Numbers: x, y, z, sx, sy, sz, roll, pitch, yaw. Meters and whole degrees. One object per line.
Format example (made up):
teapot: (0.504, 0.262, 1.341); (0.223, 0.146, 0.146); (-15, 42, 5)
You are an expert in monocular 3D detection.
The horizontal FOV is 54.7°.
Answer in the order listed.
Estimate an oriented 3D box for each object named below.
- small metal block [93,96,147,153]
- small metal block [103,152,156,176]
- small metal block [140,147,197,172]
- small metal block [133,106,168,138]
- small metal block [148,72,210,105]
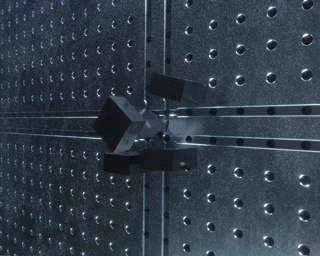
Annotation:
small metal block: (-0.051, -0.005, 0.384); (0.050, 0.025, 0.050); (47, 118, 29)
small metal block: (-0.041, 0.047, 0.425); (0.050, 0.050, 0.025); (1, 91, 39)
small metal block: (0.011, 0.037, 0.382); (0.050, 0.050, 0.025); (-2, 89, 39)
small metal block: (-0.026, -0.009, 0.413); (0.050, 0.050, 0.025); (29, 108, 36)
small metal block: (0.023, -0.047, 0.373); (0.050, 0.050, 0.025); (21, 103, 38)
